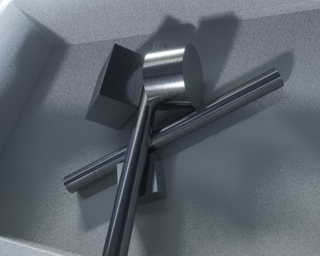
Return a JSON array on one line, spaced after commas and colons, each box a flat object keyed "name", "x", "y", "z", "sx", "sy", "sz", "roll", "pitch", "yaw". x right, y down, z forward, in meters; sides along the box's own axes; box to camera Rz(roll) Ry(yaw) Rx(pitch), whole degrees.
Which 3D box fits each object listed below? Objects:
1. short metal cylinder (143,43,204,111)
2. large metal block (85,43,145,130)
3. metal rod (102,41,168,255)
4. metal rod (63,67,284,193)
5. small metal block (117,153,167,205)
[{"name": "short metal cylinder", "x": 0.019, "y": -0.063, "z": 0.395, "sx": 0.050, "sy": 0.080, "sz": 0.080, "roll": -3, "pitch": 60, "yaw": 25}, {"name": "large metal block", "x": -0.060, "y": -0.053, "z": 0.425, "sx": 0.080, "sy": 0.050, "sz": 0.080, "roll": -40, "pitch": 34, "yaw": 57}, {"name": "metal rod", "x": -0.025, "y": 0.014, "z": 0.373, "sx": 0.025, "sy": 0.025, "sz": 0.300, "roll": -4, "pitch": 58, "yaw": 25}, {"name": "metal rod", "x": 0.009, "y": 0.008, "z": 0.392, "sx": 0.301, "sy": 0.025, "sz": 0.025, "roll": -28, "pitch": 53, "yaw": 10}, {"name": "small metal block", "x": -0.023, "y": 0.064, "z": 0.376, "sx": 0.050, "sy": 0.025, "sz": 0.050, "roll": -19, "pitch": 54, "yaw": 16}]
